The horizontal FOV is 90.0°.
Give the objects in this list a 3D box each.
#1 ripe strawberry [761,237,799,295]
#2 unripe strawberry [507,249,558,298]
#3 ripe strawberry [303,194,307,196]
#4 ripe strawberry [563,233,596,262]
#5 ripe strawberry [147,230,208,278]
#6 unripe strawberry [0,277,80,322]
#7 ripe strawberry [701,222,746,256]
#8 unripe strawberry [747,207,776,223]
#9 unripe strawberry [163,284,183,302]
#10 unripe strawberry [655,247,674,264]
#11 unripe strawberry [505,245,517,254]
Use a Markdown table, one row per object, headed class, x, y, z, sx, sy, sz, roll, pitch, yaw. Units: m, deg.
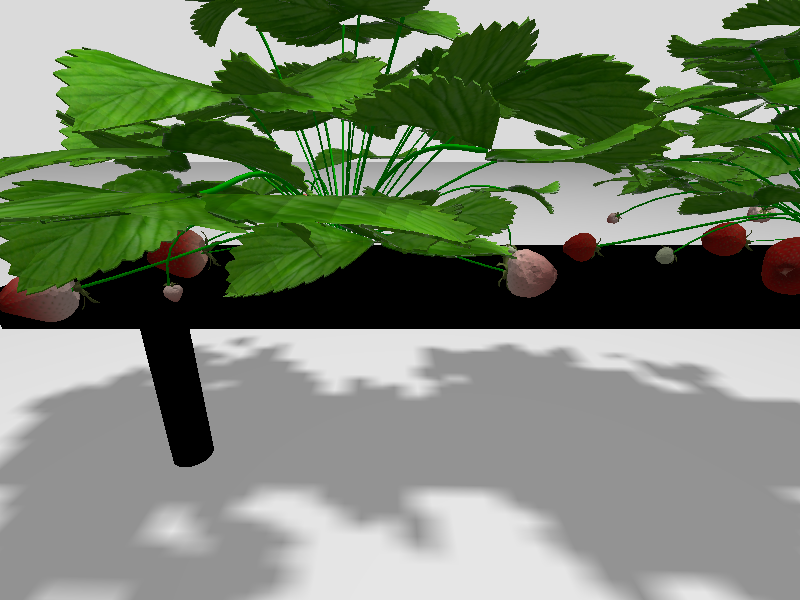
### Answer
| class | x | y | z | sx | sy | sz | roll | pitch | yaw |
| --- | --- | --- | --- | --- | --- | --- | --- | --- | --- |
| ripe strawberry | 0.273 | -0.022 | 0.276 | 0.042 | 0.041 | 0.039 | -14 | 25 | -31 |
| unripe strawberry | 0.087 | -0.017 | 0.266 | 0.032 | 0.033 | 0.029 | 14 | 25 | 32 |
| ripe strawberry | -0.133 | -0.136 | 0.584 | 0.033 | 0.035 | 0.036 | -7 | 3 | -18 |
| ripe strawberry | 0.161 | -0.048 | 0.360 | 0.027 | 0.026 | 0.025 | 0 | 21 | 1 |
| ripe strawberry | -0.175 | -0.037 | 0.314 | 0.041 | 0.040 | 0.038 | -8 | 22 | -18 |
| unripe strawberry | -0.209 | -0.003 | 0.232 | 0.036 | 0.035 | 0.033 | -17 | 27 | -36 |
| ripe strawberry | 0.305 | -0.057 | 0.379 | 0.033 | 0.032 | 0.031 | 5 | 21 | 14 |
| unripe strawberry | 0.481 | -0.114 | 0.535 | 0.028 | 0.025 | 0.026 | 9 | -14 | 22 |
| unripe strawberry | -0.147 | -0.004 | 0.260 | 0.013 | 0.011 | 0.011 | 18 | 27 | 39 |
| unripe strawberry | 0.230 | -0.038 | 0.348 | 0.014 | 0.015 | 0.013 | -14 | 21 | 1 |
| unripe strawberry | 0.093 | -0.040 | 0.338 | 0.011 | 0.011 | 0.011 | 3 | 21 | 7 |
